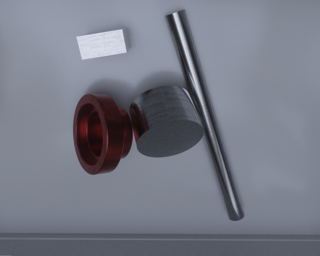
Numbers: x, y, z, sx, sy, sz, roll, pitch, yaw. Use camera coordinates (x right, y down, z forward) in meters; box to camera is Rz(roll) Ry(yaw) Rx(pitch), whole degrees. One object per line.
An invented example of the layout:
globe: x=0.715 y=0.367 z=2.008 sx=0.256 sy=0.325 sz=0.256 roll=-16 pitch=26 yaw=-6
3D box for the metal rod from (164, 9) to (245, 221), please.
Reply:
metal rod: x=0.065 y=-0.002 z=0.411 sx=0.025 sy=0.025 sz=0.298 roll=-18 pitch=109 yaw=6

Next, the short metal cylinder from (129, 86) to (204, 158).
short metal cylinder: x=0.007 y=-0.006 z=0.375 sx=0.081 sy=0.050 sz=0.080 roll=-11 pitch=147 yaw=-7

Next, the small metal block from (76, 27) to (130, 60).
small metal block: x=-0.064 y=-0.099 z=0.360 sx=0.050 sy=0.050 sz=0.025 roll=-8 pitch=110 yaw=3

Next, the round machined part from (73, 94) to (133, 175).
round machined part: x=-0.069 y=0.007 z=0.384 sx=0.042 sy=0.098 sz=0.097 roll=-3 pitch=115 yaw=-37
